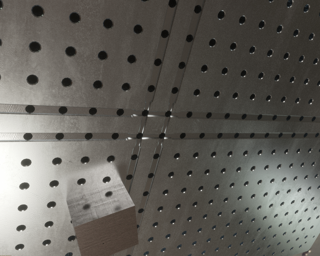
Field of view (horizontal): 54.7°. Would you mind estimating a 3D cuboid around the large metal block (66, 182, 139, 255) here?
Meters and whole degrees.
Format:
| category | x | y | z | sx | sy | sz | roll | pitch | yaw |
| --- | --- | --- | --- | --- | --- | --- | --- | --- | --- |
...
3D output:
| category | x | y | z | sx | sy | sz | roll | pitch | yaw |
| --- | --- | --- | --- | --- | --- | --- | --- | --- | --- |
| large metal block | -0.079 | 0.134 | 0.436 | 0.081 | 0.050 | 0.079 | -15 | 125 | -20 |
